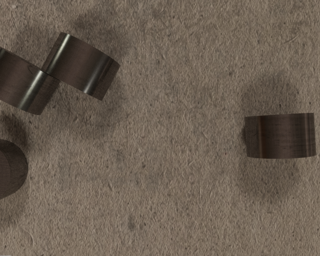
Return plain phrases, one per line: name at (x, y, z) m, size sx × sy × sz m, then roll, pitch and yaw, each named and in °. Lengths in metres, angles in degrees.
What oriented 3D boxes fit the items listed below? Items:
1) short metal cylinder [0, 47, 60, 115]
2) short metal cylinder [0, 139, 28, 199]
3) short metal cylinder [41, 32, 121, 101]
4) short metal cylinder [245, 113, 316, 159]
short metal cylinder at (-0.172, -0.057, 0.380) m, size 0.080 × 0.080 × 0.050 m, roll 30°, pitch 90°, yaw -1°
short metal cylinder at (-0.219, 0.055, 0.395) m, size 0.081 × 0.050 × 0.079 m, roll 0°, pitch 90°, yaw -1°
short metal cylinder at (-0.096, -0.074, 0.381) m, size 0.080 × 0.080 × 0.050 m, roll 28°, pitch 90°, yaw -1°
short metal cylinder at (0.148, 0.009, 0.385) m, size 0.081 × 0.080 × 0.050 m, roll -3°, pitch 90°, yaw -1°
